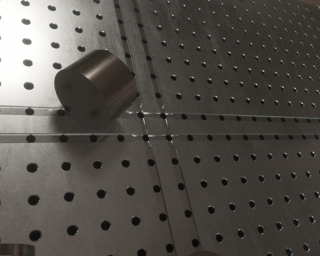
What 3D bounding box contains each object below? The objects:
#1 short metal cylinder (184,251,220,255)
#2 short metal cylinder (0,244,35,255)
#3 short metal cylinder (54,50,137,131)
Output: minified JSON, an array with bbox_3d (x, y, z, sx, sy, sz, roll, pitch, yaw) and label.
[{"bbox_3d":[0.036,0.169,0.310,0.081,0.050,0.080,14,56,-21],"label":"short metal cylinder"},{"bbox_3d":[-0.135,0.119,0.227,0.081,0.080,0.050,4,60,-27],"label":"short metal cylinder"},{"bbox_3d":[-0.074,-0.044,0.361,0.080,0.080,0.050,42,51,0],"label":"short metal cylinder"}]
